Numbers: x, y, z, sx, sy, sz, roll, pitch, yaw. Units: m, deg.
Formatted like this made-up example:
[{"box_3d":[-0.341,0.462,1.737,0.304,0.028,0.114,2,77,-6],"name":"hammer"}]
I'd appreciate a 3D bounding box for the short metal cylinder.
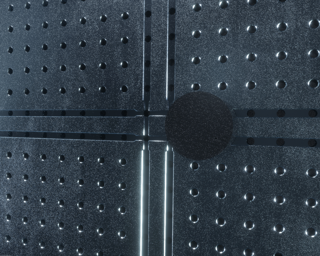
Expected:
[{"box_3d":[0.052,-0.003,0.381,0.080,0.050,0.080,0,90,20],"name":"short metal cylinder"}]
